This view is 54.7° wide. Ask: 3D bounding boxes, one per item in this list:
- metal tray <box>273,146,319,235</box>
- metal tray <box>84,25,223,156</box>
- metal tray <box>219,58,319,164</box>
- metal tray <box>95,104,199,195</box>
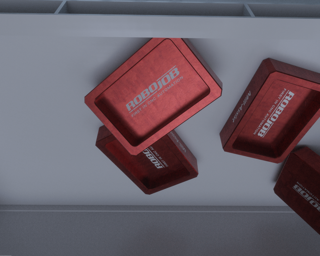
[{"bbox_3d":[0.227,0.099,0.428,0.030,0.130,0.089,-20,136,-26],"label":"metal tray"},{"bbox_3d":[-0.008,-0.039,0.346,0.130,0.030,0.090,-36,101,21],"label":"metal tray"},{"bbox_3d":[0.144,-0.015,0.393,0.091,0.030,0.129,13,129,-12],"label":"metal tray"},{"bbox_3d":[-0.015,0.035,0.435,0.090,0.030,0.130,-25,126,19],"label":"metal tray"}]
